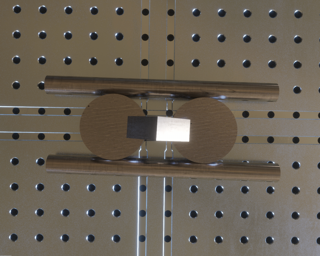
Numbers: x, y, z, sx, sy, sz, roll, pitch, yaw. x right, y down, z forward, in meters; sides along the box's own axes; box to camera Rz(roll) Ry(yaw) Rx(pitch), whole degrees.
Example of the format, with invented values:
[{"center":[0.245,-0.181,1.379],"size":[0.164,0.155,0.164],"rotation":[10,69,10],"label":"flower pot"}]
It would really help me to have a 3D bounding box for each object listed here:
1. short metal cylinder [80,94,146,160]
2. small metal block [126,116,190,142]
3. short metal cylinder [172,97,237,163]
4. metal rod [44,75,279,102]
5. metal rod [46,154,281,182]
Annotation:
[{"center":[-0.056,-0.002,0.397],"size":[0.081,0.050,0.079],"rotation":[0,90,0],"label":"short metal cylinder"},{"center":[-0.002,0.001,0.351],"size":[0.050,0.050,0.025],"rotation":[4,89,-43],"label":"small metal block"},{"center":[0.053,0.003,0.398],"size":[0.081,0.050,0.079],"rotation":[0,90,0],"label":"short metal cylinder"},{"center":[0.003,-0.052,0.410],"size":[0.302,0.025,0.025],"rotation":[2,90,0],"label":"metal rod"},{"center":[0.005,0.053,0.410],"size":[0.302,0.025,0.025],"rotation":[2,90,0],"label":"metal rod"}]
